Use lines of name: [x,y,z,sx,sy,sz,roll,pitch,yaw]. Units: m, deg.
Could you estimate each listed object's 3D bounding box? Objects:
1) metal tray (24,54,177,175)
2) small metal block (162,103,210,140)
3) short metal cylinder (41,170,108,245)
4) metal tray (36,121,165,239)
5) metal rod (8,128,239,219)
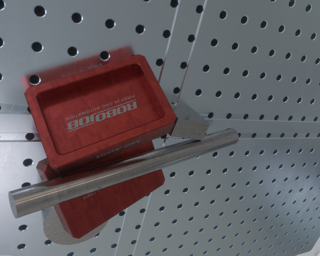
metal tray: [-0.060,-0.017,0.324,0.131,0.090,0.030,-21,161,-16]
small metal block: [0.028,-0.010,0.405,0.050,0.050,0.025,8,114,-32]
short metal cylinder: [-0.110,0.102,0.398,0.081,0.050,0.079,-14,125,-21]
metal tray: [-0.063,0.054,0.365,0.131,0.030,0.089,-27,107,-32]
metal rod: [-0.012,0.040,0.364,0.302,0.025,0.025,-13,125,-37]
